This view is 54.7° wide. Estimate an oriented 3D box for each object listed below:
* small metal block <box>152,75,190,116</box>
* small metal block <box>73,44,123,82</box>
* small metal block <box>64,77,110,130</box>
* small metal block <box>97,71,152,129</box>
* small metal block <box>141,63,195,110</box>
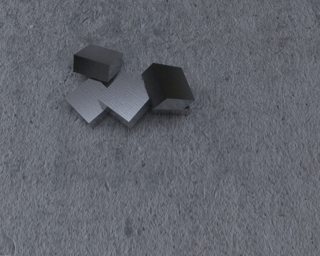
[{"bbox_3d":[0.015,-0.045,0.426,0.050,0.025,0.050,2,70,0],"label":"small metal block"},{"bbox_3d":[-0.085,-0.091,0.429,0.050,0.025,0.050,18,34,6],"label":"small metal block"},{"bbox_3d":[-0.091,-0.035,0.421,0.050,0.025,0.050,-43,76,-14],"label":"small metal block"},{"bbox_3d":[-0.042,-0.036,0.394,0.050,0.025,0.050,36,74,12],"label":"small metal block"},{"bbox_3d":[0.011,-0.051,0.388,0.050,0.025,0.050,-1,64,-44],"label":"small metal block"}]
